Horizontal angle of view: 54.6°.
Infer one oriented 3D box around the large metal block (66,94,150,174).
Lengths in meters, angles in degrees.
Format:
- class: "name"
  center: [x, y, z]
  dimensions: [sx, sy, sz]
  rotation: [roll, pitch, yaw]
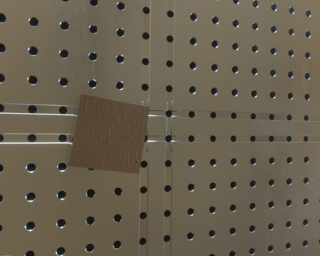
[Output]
- class: "large metal block"
  center: [-0.064, 0.008, 0.376]
  dimensions: [0.081, 0.050, 0.080]
  rotation: [10, 87, -20]
